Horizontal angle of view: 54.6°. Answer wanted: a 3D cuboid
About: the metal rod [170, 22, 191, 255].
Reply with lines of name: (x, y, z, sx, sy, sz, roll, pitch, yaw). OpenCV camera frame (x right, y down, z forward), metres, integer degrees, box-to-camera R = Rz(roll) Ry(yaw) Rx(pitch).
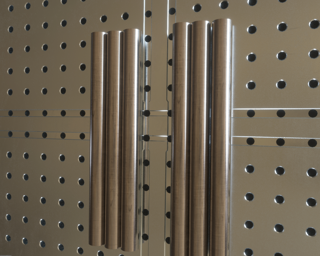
metal rod: (0.027, 0.016, 0.403, 0.025, 0.025, 0.298, 1, 90, 20)

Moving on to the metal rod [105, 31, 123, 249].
metal rod: (-0.063, 0.016, 0.435, 0.025, 0.025, 0.298, 1, 90, 20)

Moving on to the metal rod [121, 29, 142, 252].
metal rod: (-0.040, 0.016, 0.426, 0.025, 0.025, 0.298, 1, 90, 20)

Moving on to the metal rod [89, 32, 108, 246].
metal rod: (-0.088, 0.015, 0.444, 0.025, 0.025, 0.298, 1, 90, 20)

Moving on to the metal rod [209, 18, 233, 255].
metal rod: (0.076, 0.017, 0.385, 0.025, 0.025, 0.298, 1, 90, 20)

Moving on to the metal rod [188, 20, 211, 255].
metal rod: (0.050, 0.017, 0.394, 0.025, 0.025, 0.298, 1, 90, 20)
